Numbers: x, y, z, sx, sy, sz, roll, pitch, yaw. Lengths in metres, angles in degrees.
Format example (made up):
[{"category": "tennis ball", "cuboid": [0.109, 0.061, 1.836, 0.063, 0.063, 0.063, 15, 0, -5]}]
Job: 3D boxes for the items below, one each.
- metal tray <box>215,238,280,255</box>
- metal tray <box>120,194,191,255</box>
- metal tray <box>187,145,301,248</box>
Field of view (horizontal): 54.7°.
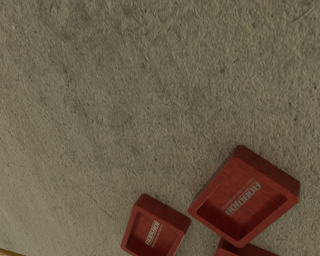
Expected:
[{"category": "metal tray", "cuboid": [0.124, 0.232, 0.482, 0.090, 0.030, 0.129, 19, 126, 17]}, {"category": "metal tray", "cuboid": [-0.011, 0.179, 0.520, 0.090, 0.030, 0.129, 27, 128, 11]}, {"category": "metal tray", "cuboid": [0.105, 0.094, 0.406, 0.090, 0.030, 0.129, 34, 129, 6]}]
